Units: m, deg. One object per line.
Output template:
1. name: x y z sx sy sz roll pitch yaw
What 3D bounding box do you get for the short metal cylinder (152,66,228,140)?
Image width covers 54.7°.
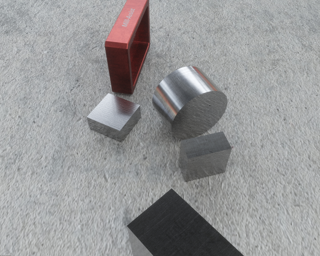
1. short metal cylinder: 0.037 -0.031 0.394 0.081 0.080 0.050 -22 54 -17

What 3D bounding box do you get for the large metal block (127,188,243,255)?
1. large metal block: 0.019 0.114 0.272 0.050 0.080 0.080 -36 59 -26

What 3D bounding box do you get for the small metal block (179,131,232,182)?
1. small metal block: 0.051 0.034 0.359 0.050 0.050 0.025 -12 51 -10

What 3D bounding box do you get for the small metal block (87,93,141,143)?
1. small metal block: -0.060 -0.014 0.415 0.050 0.025 0.050 22 53 17

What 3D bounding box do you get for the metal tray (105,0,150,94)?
1. metal tray: -0.044 -0.125 0.465 0.030 0.089 0.130 9 51 7
